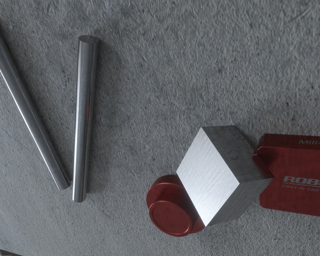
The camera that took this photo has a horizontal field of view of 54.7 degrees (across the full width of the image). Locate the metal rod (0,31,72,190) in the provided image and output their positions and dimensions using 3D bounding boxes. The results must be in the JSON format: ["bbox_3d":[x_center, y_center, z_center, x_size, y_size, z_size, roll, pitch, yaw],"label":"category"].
[{"bbox_3d":[-0.211,-0.026,0.498,0.025,0.025,0.298,-3,117,29],"label":"metal rod"}]

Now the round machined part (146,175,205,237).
[{"bbox_3d":[0.023,0.121,0.457,0.098,0.042,0.097,13,124,20],"label":"round machined part"}]

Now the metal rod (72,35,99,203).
[{"bbox_3d":[-0.117,0.007,0.470,0.025,0.025,0.298,24,127,13],"label":"metal rod"}]

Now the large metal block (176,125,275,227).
[{"bbox_3d":[0.071,0.054,0.360,0.080,0.050,0.079,61,141,38],"label":"large metal block"}]

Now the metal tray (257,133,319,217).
[{"bbox_3d":[0.179,0.055,0.343,0.130,0.030,0.089,3,120,26],"label":"metal tray"}]
